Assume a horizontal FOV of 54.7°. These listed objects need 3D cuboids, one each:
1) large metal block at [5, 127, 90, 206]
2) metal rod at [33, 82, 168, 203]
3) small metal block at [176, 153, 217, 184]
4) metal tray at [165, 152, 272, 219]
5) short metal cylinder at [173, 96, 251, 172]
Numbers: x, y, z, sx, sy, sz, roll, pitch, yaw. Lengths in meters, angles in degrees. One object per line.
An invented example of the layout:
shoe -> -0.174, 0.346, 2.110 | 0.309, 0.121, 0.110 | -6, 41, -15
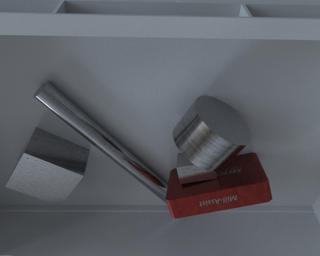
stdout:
large metal block -> -0.158, 0.056, 0.438 | 0.080, 0.050, 0.080 | 27, 125, -22
metal rod -> -0.051, 0.044, 0.446 | 0.025, 0.025, 0.300 | -30, 124, 23
small metal block -> 0.051, 0.052, 0.434 | 0.050, 0.050, 0.025 | -10, 106, 8
metal tray -> 0.078, 0.077, 0.430 | 0.131, 0.090, 0.030 | -13, 106, 10
short metal cylinder -> 0.063, 0.006, 0.379 | 0.080, 0.080, 0.050 | 23, 126, -19
